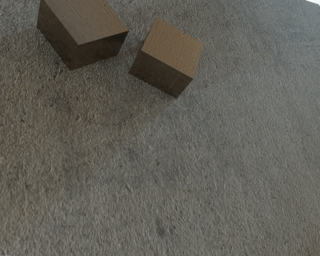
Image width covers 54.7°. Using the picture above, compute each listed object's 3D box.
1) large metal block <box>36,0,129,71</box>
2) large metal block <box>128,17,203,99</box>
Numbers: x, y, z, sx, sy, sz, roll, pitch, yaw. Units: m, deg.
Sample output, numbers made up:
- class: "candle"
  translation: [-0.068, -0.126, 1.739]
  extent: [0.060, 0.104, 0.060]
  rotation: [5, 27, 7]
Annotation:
- class: "large metal block"
  translation: [-0.103, -0.133, 0.413]
  extent: [0.081, 0.050, 0.080]
  rotation: [-31, 79, -38]
- class: "large metal block"
  translation: [0.010, -0.103, 0.456]
  extent: [0.080, 0.050, 0.080]
  rotation: [27, 52, -12]
